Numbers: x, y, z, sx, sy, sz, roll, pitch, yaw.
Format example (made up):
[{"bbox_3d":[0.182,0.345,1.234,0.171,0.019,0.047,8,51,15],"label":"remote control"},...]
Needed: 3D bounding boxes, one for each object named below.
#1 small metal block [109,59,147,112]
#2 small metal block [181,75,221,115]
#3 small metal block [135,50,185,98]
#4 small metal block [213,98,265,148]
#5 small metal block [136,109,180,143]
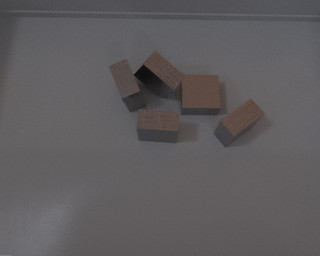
[{"bbox_3d":[-0.042,-0.055,0.415,0.025,0.050,0.050,-23,72,-1],"label":"small metal block"},{"bbox_3d":[0.055,-0.045,0.427,0.050,0.025,0.050,1,70,0],"label":"small metal block"},{"bbox_3d":[-0.002,-0.070,0.414,0.050,0.050,0.025,39,73,-12],"label":"small metal block"},{"bbox_3d":[0.100,-0.005,0.400,0.050,0.050,0.025,-35,74,-12],"label":"small metal block"},{"bbox_3d":[-0.002,-0.001,0.397,0.050,0.050,0.025,4,70,1],"label":"small metal block"}]
